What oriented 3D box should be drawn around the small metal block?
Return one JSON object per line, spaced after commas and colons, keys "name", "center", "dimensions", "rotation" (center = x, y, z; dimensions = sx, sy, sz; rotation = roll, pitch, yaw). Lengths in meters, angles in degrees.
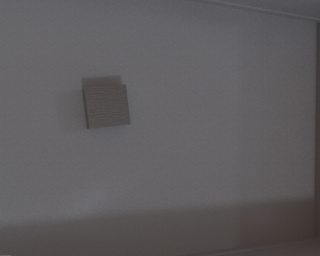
{"name": "small metal block", "center": [-0.067, -0.026, 0.386], "dimensions": [0.050, 0.025, 0.050], "rotation": [-7, 93, -20]}
